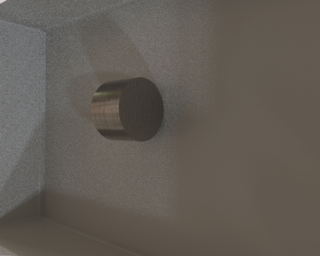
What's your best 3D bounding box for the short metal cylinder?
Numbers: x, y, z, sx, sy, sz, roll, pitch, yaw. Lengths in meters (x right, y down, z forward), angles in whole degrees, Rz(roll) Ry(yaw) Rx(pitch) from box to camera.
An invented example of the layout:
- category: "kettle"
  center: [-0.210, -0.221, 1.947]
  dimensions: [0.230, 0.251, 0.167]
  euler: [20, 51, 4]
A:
- category: "short metal cylinder"
  center: [-0.040, -0.023, 0.399]
  dimensions: [0.050, 0.081, 0.079]
  euler: [0, 90, 40]
